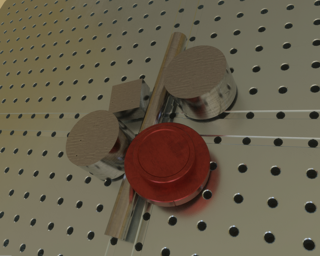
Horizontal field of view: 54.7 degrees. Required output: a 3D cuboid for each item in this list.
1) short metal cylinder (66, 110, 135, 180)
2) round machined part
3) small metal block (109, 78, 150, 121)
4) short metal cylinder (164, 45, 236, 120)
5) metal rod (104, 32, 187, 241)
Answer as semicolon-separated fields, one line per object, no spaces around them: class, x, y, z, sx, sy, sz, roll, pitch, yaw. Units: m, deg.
short metal cylinder;-0.076;0.023;0.413;0.080;0.050;0.080;-13;56;21
round machined part;0.007;0.036;0.351;0.098;0.042;0.098;-4;62;8
small metal block;-0.044;-0.040;0.450;0.050;0.025;0.050;-10;57;22
short metal cylinder;0.051;-0.058;0.395;0.080;0.050;0.080;-13;56;21
metal rod;-0.011;-0.006;0.413;0.025;0.025;0.300;3;63;29
